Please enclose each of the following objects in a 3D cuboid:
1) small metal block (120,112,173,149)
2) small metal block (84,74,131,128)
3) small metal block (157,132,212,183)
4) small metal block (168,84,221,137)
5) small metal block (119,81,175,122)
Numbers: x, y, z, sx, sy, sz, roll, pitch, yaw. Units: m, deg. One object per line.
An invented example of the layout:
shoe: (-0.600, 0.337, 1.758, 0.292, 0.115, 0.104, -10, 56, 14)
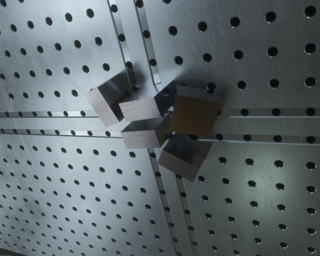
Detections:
small metal block: (-0.014, 0.003, 0.403, 0.050, 0.050, 0.025, -4, 116, 30)
small metal block: (-0.062, -0.036, 0.404, 0.025, 0.050, 0.050, -21, 108, 35)
small metal block: (0.032, 0.035, 0.399, 0.050, 0.050, 0.025, 28, 128, 10)
small metal block: (0.039, -0.020, 0.366, 0.050, 0.025, 0.050, 9, 125, -5)
small metal block: (-0.013, -0.033, 0.381, 0.050, 0.050, 0.025, -7, 114, 31)
